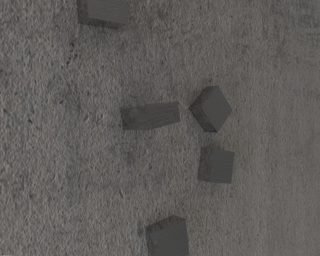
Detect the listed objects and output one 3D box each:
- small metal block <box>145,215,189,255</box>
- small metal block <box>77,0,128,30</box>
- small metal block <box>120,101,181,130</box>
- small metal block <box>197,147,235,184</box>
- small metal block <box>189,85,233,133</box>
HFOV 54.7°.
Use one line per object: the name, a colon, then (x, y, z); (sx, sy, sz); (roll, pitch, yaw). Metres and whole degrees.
small metal block: (0.010, 0.151, 0.413); (0.050, 0.025, 0.050); (-10, 97, -40)
small metal block: (-0.065, -0.143, 0.349); (0.050, 0.025, 0.050); (-5, 93, -40)
small metal block: (-0.012, -0.015, 0.378); (0.050, 0.050, 0.025); (-15, 100, -39)
small metal block: (0.087, 0.058, 0.477); (0.050, 0.025, 0.050); (12, 82, -39)
small metal block: (0.078, -0.028, 0.469); (0.050, 0.025, 0.050); (-52, 121, -27)
